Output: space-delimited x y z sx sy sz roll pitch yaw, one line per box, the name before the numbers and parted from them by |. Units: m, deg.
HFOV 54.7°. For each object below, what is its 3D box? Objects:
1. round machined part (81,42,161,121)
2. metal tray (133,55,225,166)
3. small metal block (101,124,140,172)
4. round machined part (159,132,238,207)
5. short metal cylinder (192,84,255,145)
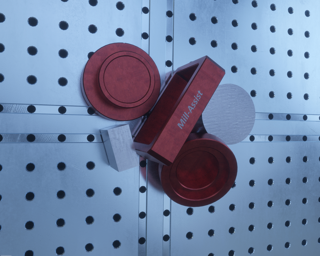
round machined part | -0.045 -0.057 0.382 0.099 0.042 0.097 0 90 -20
metal tray | 0.017 -0.021 0.380 0.030 0.090 0.130 35 79 -17
small metal block | -0.050 0.023 0.377 0.025 0.050 0.050 -16 96 -19
round machined part | 0.047 0.050 0.405 0.099 0.042 0.097 -3 111 -8
short metal cylinder | 0.082 -0.018 0.425 0.081 0.050 0.079 0 90 -20
